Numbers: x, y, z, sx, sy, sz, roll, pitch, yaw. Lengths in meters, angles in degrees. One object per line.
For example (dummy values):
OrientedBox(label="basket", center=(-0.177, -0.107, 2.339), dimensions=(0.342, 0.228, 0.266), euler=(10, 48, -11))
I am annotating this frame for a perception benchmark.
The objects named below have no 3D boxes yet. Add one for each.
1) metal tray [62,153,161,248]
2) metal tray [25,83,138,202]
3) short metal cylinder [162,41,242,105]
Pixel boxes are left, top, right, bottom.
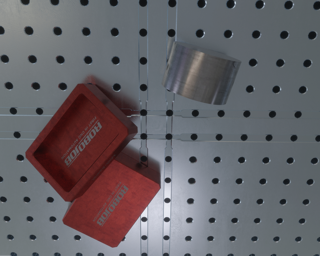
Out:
OrientedBox(label="metal tray", center=(-0.069, 0.102, 0.448), dimensions=(0.090, 0.030, 0.129), euler=(31, 107, -11))
OrientedBox(label="metal tray", center=(-0.103, 0.019, 0.398), dimensions=(0.090, 0.030, 0.130), euler=(45, 105, 10))
OrientedBox(label="short metal cylinder", center=(0.047, -0.065, 0.361), dimensions=(0.080, 0.080, 0.050), euler=(15, 110, -6))
